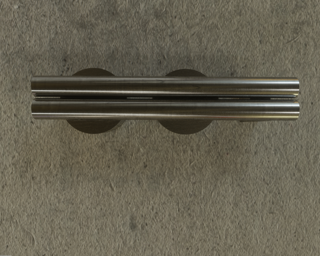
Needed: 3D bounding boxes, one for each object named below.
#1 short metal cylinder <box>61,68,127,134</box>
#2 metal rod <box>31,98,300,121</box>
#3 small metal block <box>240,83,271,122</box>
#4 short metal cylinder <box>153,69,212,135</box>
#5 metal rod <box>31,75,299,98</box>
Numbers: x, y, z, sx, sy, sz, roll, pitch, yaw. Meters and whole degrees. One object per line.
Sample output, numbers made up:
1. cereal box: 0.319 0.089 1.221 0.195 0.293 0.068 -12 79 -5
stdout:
1. short metal cylinder: -0.080 -0.033 0.397 0.081 0.050 0.080 0 90 0
2. metal rod: 0.007 -0.022 0.360 0.302 0.025 0.025 0 90 -1
3. small metal block: 0.122 -0.033 0.401 0.025 0.050 0.050 -2 90 0
4. short metal cylinder: 0.031 -0.032 0.399 0.081 0.050 0.080 0 90 0
5. metal rod: 0.006 -0.048 0.360 0.302 0.025 0.025 0 90 -1
